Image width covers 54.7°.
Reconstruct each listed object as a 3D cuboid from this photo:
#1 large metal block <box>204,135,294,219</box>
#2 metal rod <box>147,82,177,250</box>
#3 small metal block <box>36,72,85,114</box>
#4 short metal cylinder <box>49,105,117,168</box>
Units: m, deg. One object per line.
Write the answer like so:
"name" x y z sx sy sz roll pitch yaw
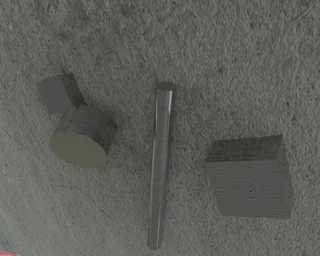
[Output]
"large metal block" 0.108 0.059 0.369 0.080 0.050 0.080 -7 115 31
"metal rod" -0.001 0.075 0.452 0.025 0.025 0.298 16 125 18
"small metal block" -0.144 -0.049 0.450 0.050 0.025 0.050 -4 117 29
"short metal cylinder" -0.107 0.013 0.437 0.080 0.050 0.080 8 139 7
